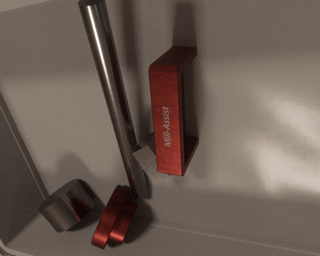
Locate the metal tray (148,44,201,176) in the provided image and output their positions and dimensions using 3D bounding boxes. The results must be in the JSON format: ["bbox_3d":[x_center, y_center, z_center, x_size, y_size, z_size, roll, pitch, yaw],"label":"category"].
[{"bbox_3d":[0.022,-0.022,0.358,0.030,0.090,0.129,6,120,19],"label":"metal tray"}]

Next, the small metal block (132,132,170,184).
[{"bbox_3d":[-0.007,0.038,0.415,0.025,0.050,0.050,-29,104,21],"label":"small metal block"}]

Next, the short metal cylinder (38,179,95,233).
[{"bbox_3d":[-0.161,0.134,0.538,0.080,0.080,0.050,-26,105,36],"label":"short metal cylinder"}]

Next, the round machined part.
[{"bbox_3d":[-0.066,0.142,0.483,0.042,0.098,0.097,23,128,1],"label":"round machined part"}]

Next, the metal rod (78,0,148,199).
[{"bbox_3d":[-0.048,-0.009,0.388,0.025,0.025,0.298,12,136,21],"label":"metal rod"}]
